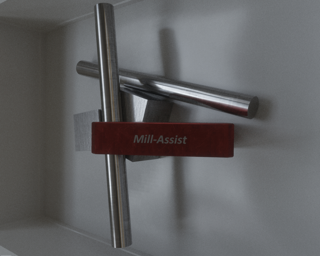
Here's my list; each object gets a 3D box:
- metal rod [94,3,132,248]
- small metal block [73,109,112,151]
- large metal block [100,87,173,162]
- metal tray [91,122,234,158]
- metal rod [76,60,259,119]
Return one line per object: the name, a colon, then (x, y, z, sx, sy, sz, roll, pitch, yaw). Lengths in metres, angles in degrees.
metal rod: (-0.059, -0.007, 0.386, 0.025, 0.025, 0.298, -8, 85, 39)
small metal block: (-0.088, 0.004, 0.409, 0.050, 0.025, 0.050, -8, 84, 39)
large metal block: (-0.038, -0.008, 0.418, 0.080, 0.050, 0.079, 23, 104, 37)
metal tray: (0.006, 0.009, 0.321, 0.131, 0.090, 0.030, 1, 92, 8)
metal rod: (-0.015, -0.060, 0.416, 0.300, 0.025, 0.025, 19, 102, 38)
